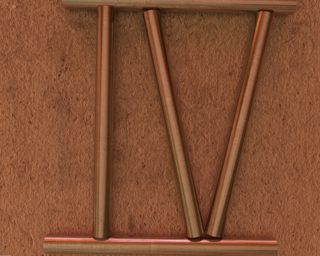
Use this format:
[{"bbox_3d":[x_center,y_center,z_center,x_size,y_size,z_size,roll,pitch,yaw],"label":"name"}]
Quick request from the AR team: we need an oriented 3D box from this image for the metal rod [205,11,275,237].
[{"bbox_3d":[0.106,-0.005,0.412,0.025,0.025,0.298,13,90,-1],"label":"metal rod"}]

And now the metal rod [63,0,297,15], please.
[{"bbox_3d":[0.026,-0.167,0.411,0.302,0.025,0.025,1,90,-1],"label":"metal rod"}]

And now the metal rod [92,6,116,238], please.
[{"bbox_3d":[-0.074,-0.008,0.409,0.025,0.025,0.298,1,90,-1],"label":"metal rod"}]

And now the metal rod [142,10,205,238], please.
[{"bbox_3d":[0.018,-0.006,0.410,0.025,0.025,0.298,-11,90,0],"label":"metal rod"}]

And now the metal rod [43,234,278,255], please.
[{"bbox_3d":[0.001,0.155,0.410,0.302,0.025,0.025,1,90,-1],"label":"metal rod"}]
